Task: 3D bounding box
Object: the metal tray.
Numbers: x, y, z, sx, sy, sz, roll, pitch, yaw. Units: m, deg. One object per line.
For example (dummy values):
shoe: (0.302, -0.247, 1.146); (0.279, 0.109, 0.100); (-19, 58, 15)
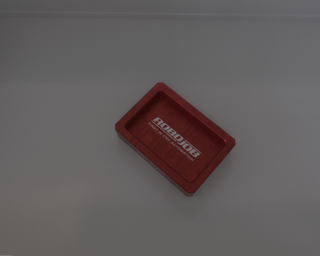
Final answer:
metal tray: (0.019, 0.013, 0.402); (0.130, 0.030, 0.090); (40, 75, 13)
